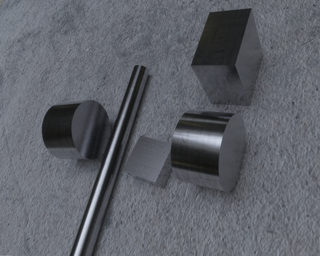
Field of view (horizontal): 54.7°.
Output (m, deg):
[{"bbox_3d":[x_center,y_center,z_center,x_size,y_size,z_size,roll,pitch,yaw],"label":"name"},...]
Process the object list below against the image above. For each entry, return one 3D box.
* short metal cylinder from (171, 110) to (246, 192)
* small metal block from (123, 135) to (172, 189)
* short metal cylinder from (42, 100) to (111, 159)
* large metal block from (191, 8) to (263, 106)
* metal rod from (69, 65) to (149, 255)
[{"bbox_3d":[0.053,0.022,0.327,0.050,0.080,0.080,7,65,31],"label":"short metal cylinder"},{"bbox_3d":[-0.010,0.042,0.384,0.050,0.025,0.050,14,69,33],"label":"small metal block"},{"bbox_3d":[-0.112,0.003,0.426,0.050,0.080,0.080,-3,61,27],"label":"short metal cylinder"},{"bbox_3d":[0.085,-0.083,0.375,0.050,0.080,0.080,6,65,31],"label":"large metal block"},{"bbox_3d":[-0.064,0.043,0.410,0.025,0.025,0.300,1,62,28],"label":"metal rod"}]
